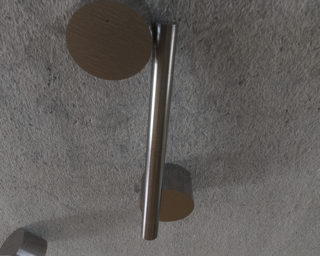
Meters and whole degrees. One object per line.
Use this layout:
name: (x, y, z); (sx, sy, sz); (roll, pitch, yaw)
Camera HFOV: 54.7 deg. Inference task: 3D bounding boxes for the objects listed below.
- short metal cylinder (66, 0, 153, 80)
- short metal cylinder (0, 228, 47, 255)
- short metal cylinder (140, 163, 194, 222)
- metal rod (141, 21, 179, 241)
short metal cylinder: (-0.047, -0.095, 0.310); (0.081, 0.050, 0.079); (0, 130, 0)
short metal cylinder: (-0.254, 0.231, 0.565); (0.080, 0.080, 0.050); (-32, 123, 24)
short metal cylinder: (0.010, 0.100, 0.476); (0.081, 0.050, 0.079); (0, 130, 0)
metal rod: (-0.005, 0.024, 0.385); (0.025, 0.025, 0.298); (3, 118, -3)
